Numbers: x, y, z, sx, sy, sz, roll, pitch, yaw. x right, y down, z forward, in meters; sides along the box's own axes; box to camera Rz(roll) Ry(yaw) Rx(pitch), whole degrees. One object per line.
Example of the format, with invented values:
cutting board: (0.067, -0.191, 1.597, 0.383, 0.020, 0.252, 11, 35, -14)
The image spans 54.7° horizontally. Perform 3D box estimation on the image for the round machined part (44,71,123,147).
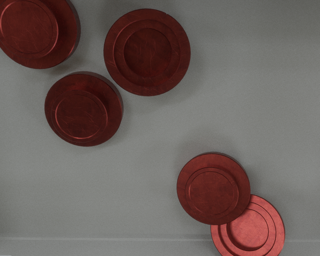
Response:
round machined part: (-0.098, -0.020, 0.394, 0.099, 0.042, 0.097, 0, 110, 0)

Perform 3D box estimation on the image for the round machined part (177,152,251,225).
round machined part: (0.070, 0.082, 0.415, 0.098, 0.042, 0.097, 0, 92, 14)

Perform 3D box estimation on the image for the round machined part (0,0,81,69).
round machined part: (-0.146, -0.116, 0.358, 0.099, 0.042, 0.097, 0, 110, 0)

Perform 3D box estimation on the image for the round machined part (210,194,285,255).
round machined part: (0.125, 0.143, 0.439, 0.098, 0.042, 0.098, -6, 75, 22)

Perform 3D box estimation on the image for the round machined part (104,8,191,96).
round machined part: (-0.014, -0.090, 0.369, 0.099, 0.042, 0.097, 0, 110, 0)
